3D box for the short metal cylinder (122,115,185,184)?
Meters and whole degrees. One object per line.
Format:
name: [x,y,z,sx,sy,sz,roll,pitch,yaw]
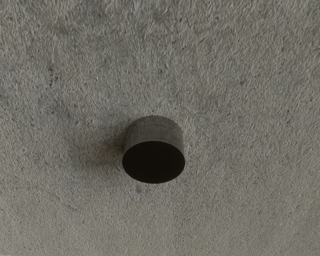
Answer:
short metal cylinder: [-0.008,0.030,0.416,0.080,0.050,0.080,0,130,0]
